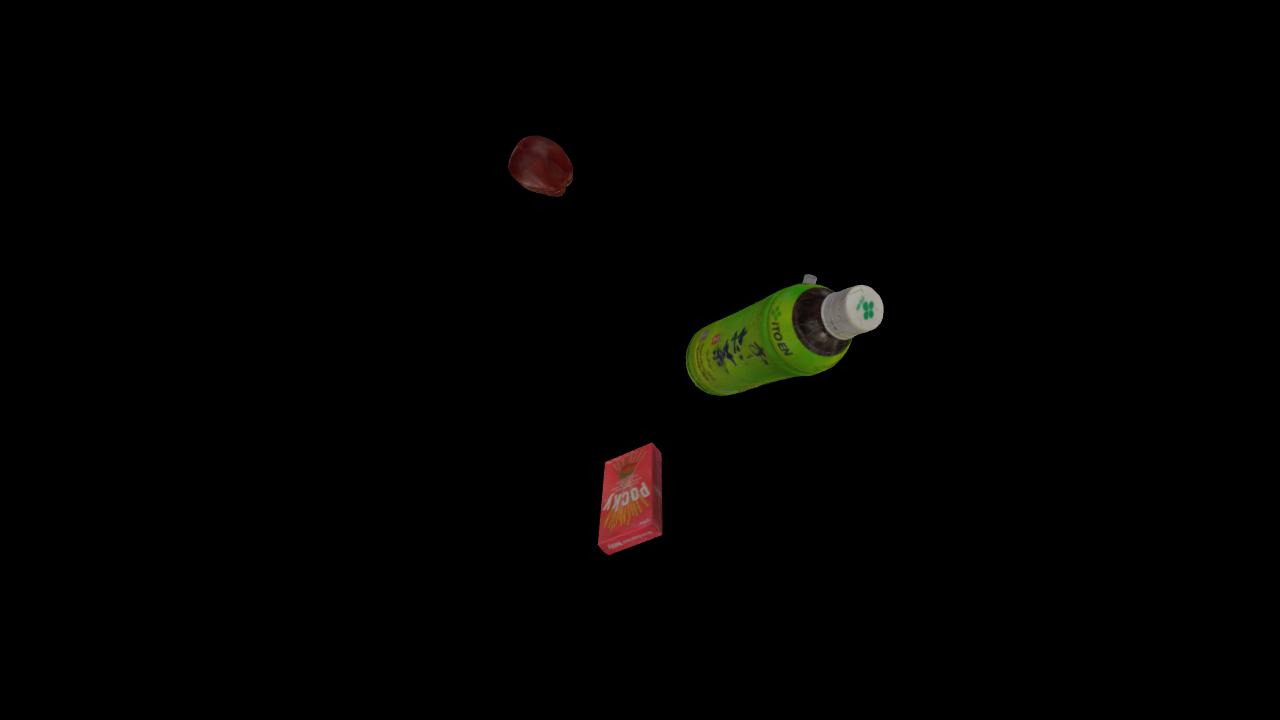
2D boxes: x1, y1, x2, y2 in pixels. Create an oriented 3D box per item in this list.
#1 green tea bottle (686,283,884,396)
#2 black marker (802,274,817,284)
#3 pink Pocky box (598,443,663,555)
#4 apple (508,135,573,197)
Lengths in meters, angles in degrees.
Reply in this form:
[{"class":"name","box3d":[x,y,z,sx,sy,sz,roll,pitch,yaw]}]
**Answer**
[{"class":"green tea bottle","box3d":[0.107,-0.017,0.487,0.073,0.073,0.212,0,-11,-19]},{"class":"black marker","box3d":[0.237,-0.068,0.917,0.020,0.121,0.020,9,27,-4]},{"class":"pink Pocky box","box3d":[-0.012,0.186,0.842,0.084,0.029,0.155,-26,30,18]},{"class":"apple","box3d":[-0.143,-0.280,0.890,0.093,0.079,0.079,29,1,2]}]
